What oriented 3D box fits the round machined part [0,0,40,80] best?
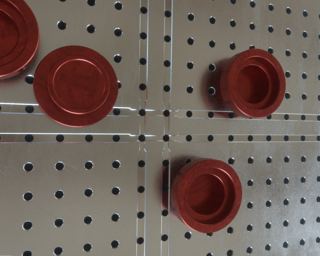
[{"bbox_3d":[-0.183,-0.101,0.336,0.099,0.042,0.097,0,90,-21],"label":"round machined part"}]

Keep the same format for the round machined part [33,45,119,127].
[{"bbox_3d":[-0.098,-0.050,0.368,0.099,0.042,0.097,0,90,-21],"label":"round machined part"}]

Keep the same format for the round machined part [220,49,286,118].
[{"bbox_3d":[0.130,-0.063,0.453,0.099,0.042,0.097,0,90,-21],"label":"round machined part"}]

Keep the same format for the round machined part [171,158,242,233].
[{"bbox_3d":[0.060,0.090,0.427,0.099,0.042,0.097,0,90,-21],"label":"round machined part"}]
